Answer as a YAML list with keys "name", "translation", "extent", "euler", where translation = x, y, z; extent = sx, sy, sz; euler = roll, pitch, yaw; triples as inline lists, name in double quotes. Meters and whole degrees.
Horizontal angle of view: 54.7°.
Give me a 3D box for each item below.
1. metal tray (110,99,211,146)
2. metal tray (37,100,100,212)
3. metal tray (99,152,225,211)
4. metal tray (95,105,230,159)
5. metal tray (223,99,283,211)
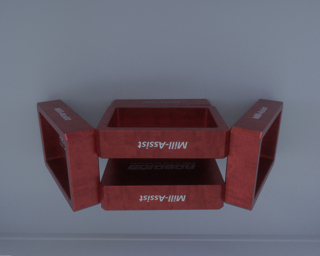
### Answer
- name: "metal tray"
  translation: [0.002, 0.009, 0.410]
  extent: [0.131, 0.030, 0.089]
  euler: [-1, 110, -1]
- name: "metal tray"
  translation: [-0.110, 0.026, 0.364]
  extent: [0.030, 0.130, 0.089]
  euler: [-12, 114, -30]
- name: "metal tray"
  translation: [0.002, 0.058, 0.364]
  extent: [0.131, 0.090, 0.030]
  euler: [0, 110, -1]
- name: "metal tray"
  translation: [0.003, 0.001, 0.343]
  extent: [0.131, 0.090, 0.030]
  euler: [0, 110, -1]
- name: "metal tray"
  translation: [0.113, 0.024, 0.365]
  extent: [0.030, 0.131, 0.089]
  euler: [12, 113, 27]
